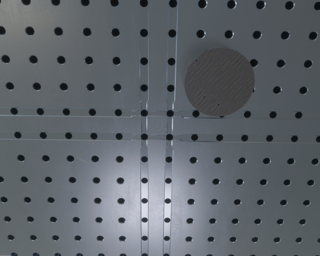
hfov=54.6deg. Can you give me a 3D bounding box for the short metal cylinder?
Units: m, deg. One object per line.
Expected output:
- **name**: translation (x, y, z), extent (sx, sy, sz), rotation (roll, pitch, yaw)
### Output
- **short metal cylinder**: translation (0.068, -0.060, 0.379), extent (0.080, 0.050, 0.079), rotation (0, 110, 0)
